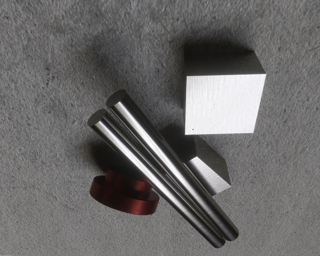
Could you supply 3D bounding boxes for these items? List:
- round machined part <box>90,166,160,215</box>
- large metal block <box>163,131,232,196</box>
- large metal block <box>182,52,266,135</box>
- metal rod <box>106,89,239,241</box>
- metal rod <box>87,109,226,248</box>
[{"bbox_3d":[-0.047,0.085,0.444,0.099,0.098,0.042,18,91,-15],"label":"round machined part"},{"bbox_3d":[0.042,0.062,0.445,0.080,0.050,0.080,-34,123,25],"label":"large metal block"},{"bbox_3d":[0.068,-0.039,0.358,0.081,0.050,0.079,-2,130,1],"label":"large metal block"},{"bbox_3d":[0.033,0.067,0.399,0.025,0.025,0.300,-25,126,19],"label":"metal rod"},{"bbox_3d":[0.013,0.084,0.413,0.025,0.025,0.300,-26,126,20],"label":"metal rod"}]
